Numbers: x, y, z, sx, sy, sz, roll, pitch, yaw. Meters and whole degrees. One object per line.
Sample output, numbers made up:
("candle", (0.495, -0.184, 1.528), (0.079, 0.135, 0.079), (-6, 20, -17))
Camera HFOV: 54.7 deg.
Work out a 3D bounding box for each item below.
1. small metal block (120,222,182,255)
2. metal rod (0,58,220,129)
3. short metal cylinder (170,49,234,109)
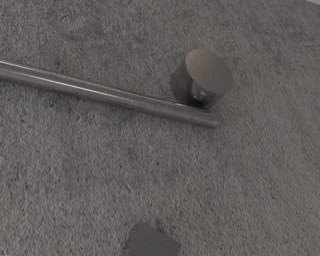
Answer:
("small metal block", (-0.012, 0.133, 0.316), (0.050, 0.025, 0.050), (31, 52, -8))
("metal rod", (-0.057, -0.040, 0.397), (0.302, 0.025, 0.025), (12, 57, -22))
("short metal cylinder", (0.062, -0.071, 0.464), (0.081, 0.050, 0.080), (14, 56, -21))
